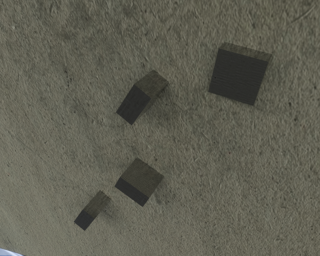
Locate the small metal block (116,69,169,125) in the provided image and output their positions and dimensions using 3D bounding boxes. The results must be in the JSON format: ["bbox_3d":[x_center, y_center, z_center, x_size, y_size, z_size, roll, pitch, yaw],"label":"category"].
[{"bbox_3d":[-0.021,-0.038,0.378,0.025,0.050,0.050,40,129,1],"label":"small metal block"}]

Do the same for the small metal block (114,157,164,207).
[{"bbox_3d":[-0.029,0.078,0.455,0.050,0.050,0.025,35,129,5],"label":"small metal block"}]

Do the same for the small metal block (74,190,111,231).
[{"bbox_3d":[-0.118,0.144,0.542,0.025,0.050,0.050,39,129,1],"label":"small metal block"}]

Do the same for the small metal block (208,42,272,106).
[{"bbox_3d":[0.084,-0.057,0.327,0.050,0.025,0.050,20,126,16],"label":"small metal block"}]
